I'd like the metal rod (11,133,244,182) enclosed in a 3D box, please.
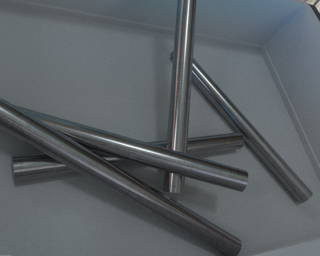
[{"bbox_3d":[-0.015,0.030,0.380,0.303,0.025,0.025,-5,64,-31],"label":"metal rod"}]

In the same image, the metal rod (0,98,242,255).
[{"bbox_3d":[-0.033,0.063,0.327,0.301,0.025,0.025,34,51,-16],"label":"metal rod"}]

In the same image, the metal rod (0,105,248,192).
[{"bbox_3d":[-0.050,0.019,0.334,0.302,0.025,0.025,16,55,-7],"label":"metal rod"}]

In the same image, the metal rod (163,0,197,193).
[{"bbox_3d":[0.028,-0.072,0.387,0.025,0.025,0.298,9,79,-24],"label":"metal rod"}]

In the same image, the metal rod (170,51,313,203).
[{"bbox_3d":[0.122,-0.010,0.479,0.025,0.025,0.300,-34,81,-38],"label":"metal rod"}]
